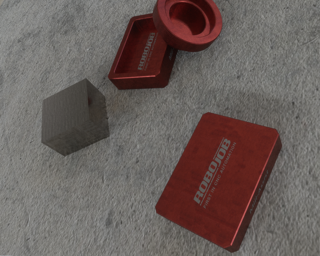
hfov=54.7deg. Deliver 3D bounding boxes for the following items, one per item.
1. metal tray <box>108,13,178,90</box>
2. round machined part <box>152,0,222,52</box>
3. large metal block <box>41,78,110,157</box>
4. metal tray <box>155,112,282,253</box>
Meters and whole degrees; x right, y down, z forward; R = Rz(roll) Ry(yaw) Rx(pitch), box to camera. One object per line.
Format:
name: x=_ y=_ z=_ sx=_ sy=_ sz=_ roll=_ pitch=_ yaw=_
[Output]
metal tray: x=-0.019 y=-0.123 z=0.486 sx=0.090 sy=0.030 sz=0.130 roll=2 pitch=62 yaw=29
round machined part: x=0.036 y=-0.151 z=0.445 sx=0.099 sy=0.042 sz=0.098 roll=7 pitch=69 yaw=-18
large metal block: x=-0.127 y=-0.015 z=0.464 sx=0.080 sy=0.050 sz=0.080 roll=-24 pitch=53 yaw=13
metal tray: x=0.064 y=0.052 z=0.335 sx=0.090 sy=0.030 sz=0.130 roll=18 pitch=71 yaw=35
